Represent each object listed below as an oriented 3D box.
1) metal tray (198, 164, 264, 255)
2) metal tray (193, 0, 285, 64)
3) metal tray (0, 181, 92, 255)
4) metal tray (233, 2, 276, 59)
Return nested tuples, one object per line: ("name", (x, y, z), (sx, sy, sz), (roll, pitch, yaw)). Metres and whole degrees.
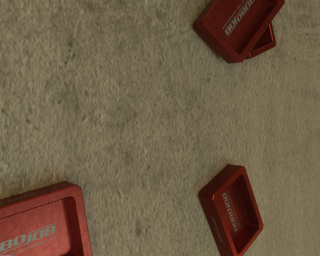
("metal tray", (0.119, 0.136, 0.504), (0.091, 0.030, 0.129), (-34, 111, -35))
("metal tray", (0.122, -0.175, 0.472), (0.090, 0.030, 0.130), (39, 83, -22))
("metal tray", (-0.134, 0.111, 0.290), (0.131, 0.030, 0.089), (-12, 98, -40))
("metal tray", (0.152, -0.191, 0.531), (0.091, 0.030, 0.129), (-30, 109, -36))
